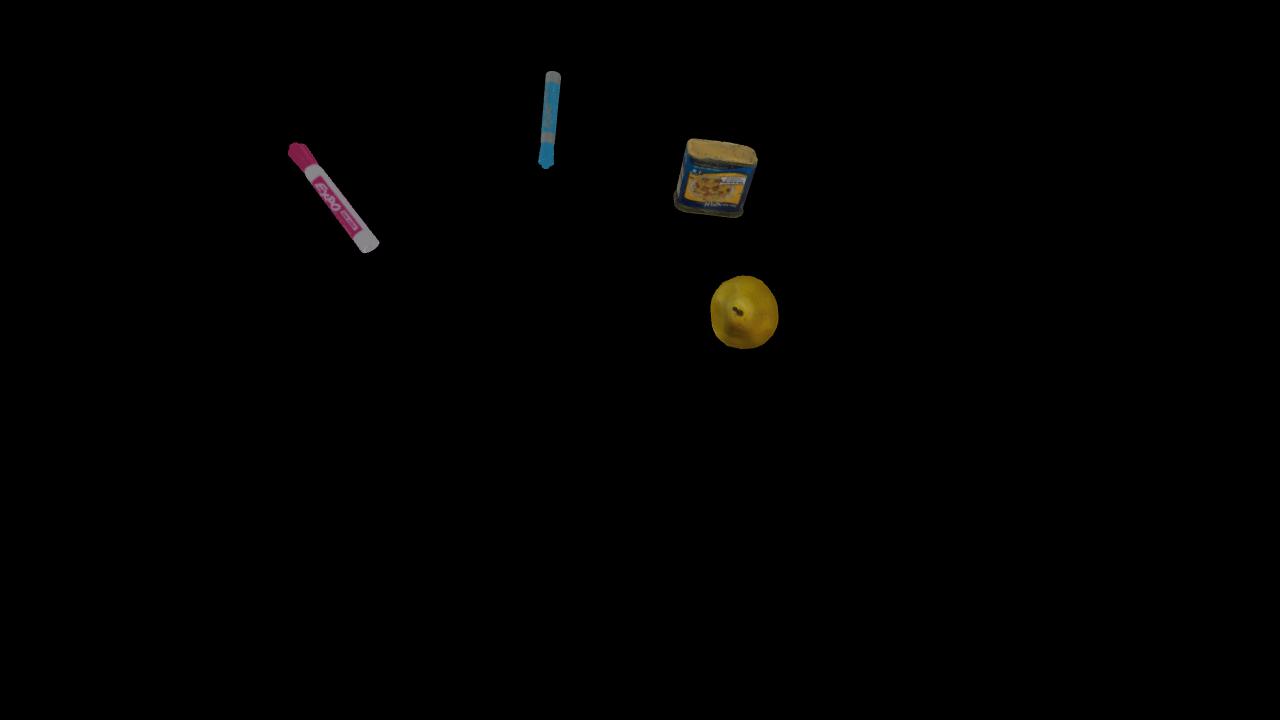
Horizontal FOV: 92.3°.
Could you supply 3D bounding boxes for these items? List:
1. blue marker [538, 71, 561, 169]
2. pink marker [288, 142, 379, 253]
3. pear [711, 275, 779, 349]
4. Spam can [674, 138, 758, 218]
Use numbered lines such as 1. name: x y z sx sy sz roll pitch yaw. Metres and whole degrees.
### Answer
1. blue marker: -0.109 -0.289 0.742 0.020 0.121 0.020 3 -10 1
2. pink marker: -0.292 -0.155 0.583 0.020 0.121 0.020 -37 1 1
3. pear: 0.110 -0.046 0.649 0.080 0.080 0.111 0 14 9
4. Spam can: 0.104 -0.252 0.853 0.101 0.058 0.085 4 -42 -7
